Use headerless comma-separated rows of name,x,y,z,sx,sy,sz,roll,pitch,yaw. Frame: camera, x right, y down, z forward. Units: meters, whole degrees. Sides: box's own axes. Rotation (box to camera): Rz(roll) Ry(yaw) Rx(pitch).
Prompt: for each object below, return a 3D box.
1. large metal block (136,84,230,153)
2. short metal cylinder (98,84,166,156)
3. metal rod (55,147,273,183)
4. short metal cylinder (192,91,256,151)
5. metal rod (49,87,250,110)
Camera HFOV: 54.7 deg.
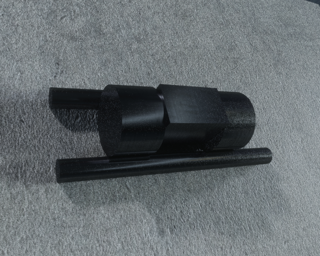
large metal block,0.024,-0.009,0.385,0.081,0.080,0.050,0,62,-28
short metal cylinder,-0.035,-0.009,0.356,0.050,0.080,0.080,-1,62,-29
metal rod,0.027,0.043,0.393,0.303,0.025,0.025,-1,62,-29
short metal cylinder,0.081,-0.010,0.419,0.050,0.080,0.080,-1,62,-29
metal rod,0.006,-0.036,0.431,0.303,0.025,0.025,-1,62,-29
